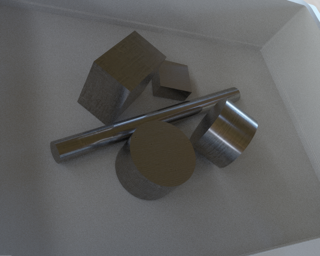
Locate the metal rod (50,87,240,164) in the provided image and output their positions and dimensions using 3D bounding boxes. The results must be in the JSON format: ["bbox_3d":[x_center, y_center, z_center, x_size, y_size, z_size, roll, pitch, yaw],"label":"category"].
[{"bbox_3d":[0.005,-0.014,0.417,0.302,0.025,0.025,-19,72,-36],"label":"metal rod"}]

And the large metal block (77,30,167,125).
[{"bbox_3d":[-0.048,-0.060,0.381,0.050,0.080,0.080,40,51,-2],"label":"large metal block"}]

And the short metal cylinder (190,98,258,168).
[{"bbox_3d":[0.082,0.006,0.412,0.050,0.080,0.080,37,51,-4],"label":"short metal cylinder"}]

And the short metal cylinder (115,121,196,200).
[{"bbox_3d":[-0.006,0.038,0.362,0.081,0.050,0.080,14,56,-21],"label":"short metal cylinder"}]

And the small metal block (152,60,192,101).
[{"bbox_3d":[0.016,-0.071,0.457,0.050,0.025,0.050,8,58,-24],"label":"small metal block"}]
